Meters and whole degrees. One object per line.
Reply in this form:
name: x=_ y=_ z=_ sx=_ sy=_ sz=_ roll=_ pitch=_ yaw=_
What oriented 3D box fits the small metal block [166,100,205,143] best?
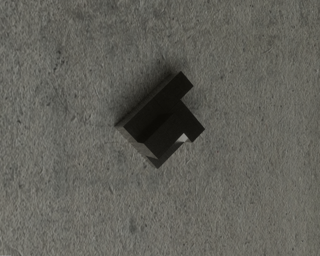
small metal block: x=0.024 y=-0.008 z=0.407 sx=0.025 sy=0.050 sz=0.050 roll=-45 pitch=105 yaw=-14

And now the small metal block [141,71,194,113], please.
small metal block: x=0.008 y=-0.044 z=0.401 sx=0.050 sy=0.050 sz=0.025 roll=-45 pitch=105 yaw=-15

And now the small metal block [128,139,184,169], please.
small metal block: x=-0.006 y=0.018 z=0.409 sx=0.050 sy=0.025 sz=0.050 roll=-44 pitch=104 yaw=-15

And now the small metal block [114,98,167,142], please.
small metal block: x=-0.026 y=-0.010 z=0.388 sx=0.050 sy=0.050 sz=0.025 roll=-45 pitch=105 yaw=-15

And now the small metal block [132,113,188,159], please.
small metal block: x=-0.001 y=0.009 z=0.371 sx=0.050 sy=0.050 sz=0.025 roll=-45 pitch=105 yaw=-15
